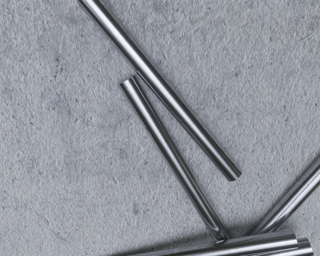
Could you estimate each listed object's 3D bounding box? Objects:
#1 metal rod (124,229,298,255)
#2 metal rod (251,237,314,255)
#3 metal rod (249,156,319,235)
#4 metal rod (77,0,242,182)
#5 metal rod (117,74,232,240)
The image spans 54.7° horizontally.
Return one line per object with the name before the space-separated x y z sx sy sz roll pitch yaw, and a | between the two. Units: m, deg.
metal rod | 0.043 0.187 0.458 0.301 0.025 0.025 -14 110 13
metal rod | 0.071 0.209 0.468 0.301 0.025 0.025 -17 110 13
metal rod | 0.172 0.136 0.461 0.025 0.025 0.299 31 107 -11
metal rod | 0.010 -0.043 0.393 0.025 0.025 0.300 -38 106 12
metal rod | 0.031 0.061 0.432 0.025 0.025 0.299 -28 108 10
